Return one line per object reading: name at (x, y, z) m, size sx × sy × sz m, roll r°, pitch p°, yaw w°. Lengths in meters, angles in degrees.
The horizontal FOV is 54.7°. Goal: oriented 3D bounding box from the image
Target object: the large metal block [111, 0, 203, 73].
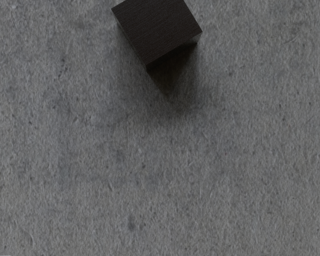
large metal block at (-0.004, -0.130, 0.397) m, size 0.080 × 0.050 × 0.080 m, roll -31°, pitch 90°, yaw 0°
